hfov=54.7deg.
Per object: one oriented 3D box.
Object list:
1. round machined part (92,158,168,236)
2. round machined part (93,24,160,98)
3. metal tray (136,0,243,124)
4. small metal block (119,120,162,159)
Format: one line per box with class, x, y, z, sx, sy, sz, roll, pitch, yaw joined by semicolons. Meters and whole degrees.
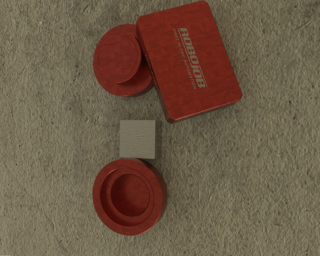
round machined part;-0.036;0.088;0.412;0.098;0.042;0.097;0;90;19
round machined part;-0.048;-0.091;0.416;0.098;0.042;0.097;0;90;19
metal tray;0.033;-0.079;0.374;0.091;0.030;0.129;-18;84;-9
small metal block;-0.026;0.015;0.416;0.050;0.025;0.050;1;89;19
